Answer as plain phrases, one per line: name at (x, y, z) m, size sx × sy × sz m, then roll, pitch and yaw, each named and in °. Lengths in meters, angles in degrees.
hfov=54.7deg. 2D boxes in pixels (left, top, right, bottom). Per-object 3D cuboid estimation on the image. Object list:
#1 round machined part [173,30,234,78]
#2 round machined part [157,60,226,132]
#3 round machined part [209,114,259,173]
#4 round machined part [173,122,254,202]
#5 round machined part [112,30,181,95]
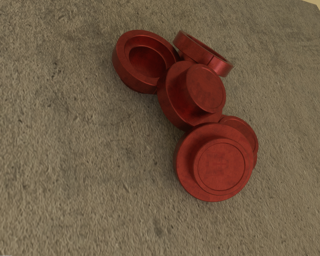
round machined part at (0.060, -0.105, 0.475) m, size 0.098 × 0.042 × 0.098 m, roll 29°, pitch 21°, yaw -12°
round machined part at (0.048, -0.045, 0.407) m, size 0.099 × 0.042 × 0.098 m, roll 14°, pitch 64°, yaw -32°
round machined part at (0.098, 0.021, 0.436) m, size 0.099 × 0.042 × 0.098 m, roll 14°, pitch 56°, yaw -21°
round machined part at (0.068, 0.043, 0.374) m, size 0.099 × 0.042 × 0.097 m, roll -1°, pitch 95°, yaw -9°
round machined part at (-0.021, -0.087, 0.438) m, size 0.099 × 0.042 × 0.098 m, roll 14°, pitch 56°, yaw -21°
